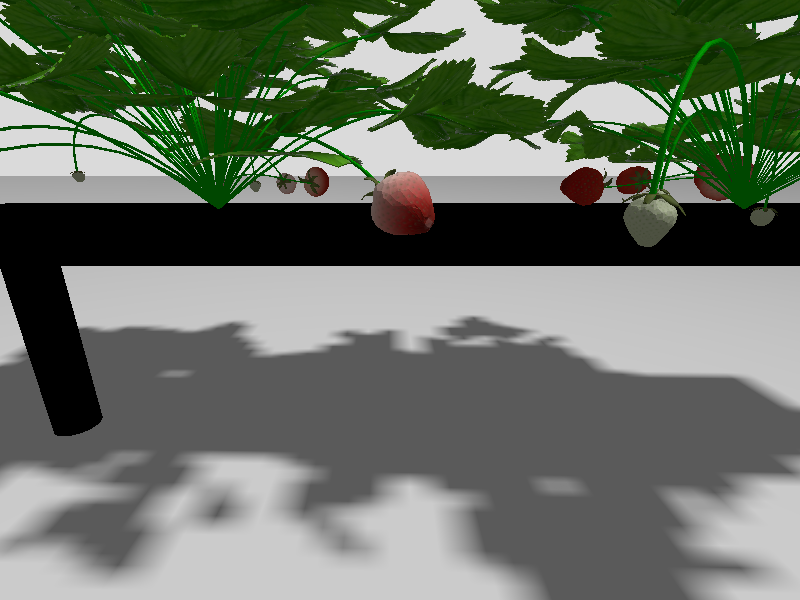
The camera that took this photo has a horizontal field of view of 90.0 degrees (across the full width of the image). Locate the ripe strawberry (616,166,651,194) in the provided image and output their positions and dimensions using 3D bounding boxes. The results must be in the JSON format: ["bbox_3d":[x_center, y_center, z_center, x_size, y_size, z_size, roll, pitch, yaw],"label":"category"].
[{"bbox_3d":[0.287,-0.148,0.496,0.038,0.033,0.038,-1,18,-3],"label":"ripe strawberry"}]

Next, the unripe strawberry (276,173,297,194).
[{"bbox_3d":[-0.145,-0.149,0.515,0.025,0.026,0.027,1,1,3],"label":"unripe strawberry"}]

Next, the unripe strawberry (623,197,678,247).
[{"bbox_3d":[0.109,-0.034,0.175,0.021,0.022,0.020,-17,25,-40],"label":"unripe strawberry"}]

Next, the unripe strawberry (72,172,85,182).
[{"bbox_3d":[-0.338,-0.130,0.423,0.010,0.010,0.011,9,21,25],"label":"unripe strawberry"}]

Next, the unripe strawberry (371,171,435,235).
[{"bbox_3d":[0.003,-0.047,0.205,0.034,0.033,0.032,41,38,26],"label":"unripe strawberry"}]

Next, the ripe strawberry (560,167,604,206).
[{"bbox_3d":[0.161,-0.101,0.358,0.034,0.033,0.037,2,19,9],"label":"ripe strawberry"}]

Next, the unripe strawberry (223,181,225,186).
[{"bbox_3d":[-0.216,-0.142,0.494,0.011,0.010,0.010,-7,20,-19],"label":"unripe strawberry"}]

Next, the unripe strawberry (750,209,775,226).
[{"bbox_3d":[0.215,-0.049,0.238,0.011,0.010,0.010,13,23,34],"label":"unripe strawberry"}]

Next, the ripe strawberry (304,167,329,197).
[{"bbox_3d":[-0.095,-0.137,0.465,0.029,0.033,0.032,8,20,23],"label":"ripe strawberry"}]

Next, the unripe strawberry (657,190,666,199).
[{"bbox_3d":[0.145,-0.057,0.226,0.010,0.010,0.009,-14,23,-36],"label":"unripe strawberry"}]

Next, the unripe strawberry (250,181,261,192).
[{"bbox_3d":[-0.174,-0.137,0.482,0.013,0.013,0.011,-2,19,-7],"label":"unripe strawberry"}]

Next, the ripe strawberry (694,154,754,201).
[{"bbox_3d":[0.331,-0.126,0.411,0.051,0.045,0.046,8,20,23],"label":"ripe strawberry"}]
